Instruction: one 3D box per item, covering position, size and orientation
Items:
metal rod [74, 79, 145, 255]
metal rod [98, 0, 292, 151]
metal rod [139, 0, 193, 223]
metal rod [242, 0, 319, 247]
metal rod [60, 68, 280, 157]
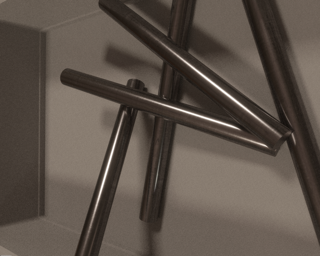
[{"bbox_3d":[-0.065,0.071,0.373,0.025,0.025,0.299,-9,58,39],"label":"metal rod"},{"bbox_3d":[0.019,-0.081,0.356,0.300,0.025,0.025,45,117,29],"label":"metal rod"},{"bbox_3d":[0.007,-0.024,0.398,0.025,0.025,0.298,15,99,39],"label":"metal rod"},{"bbox_3d":[0.124,-0.030,0.303,0.025,0.025,0.299,-22,76,37],"label":"metal rod"},{"bbox_3d":[-0.007,-0.028,0.376,0.300,0.025,0.025,20,103,27],"label":"metal rod"}]
